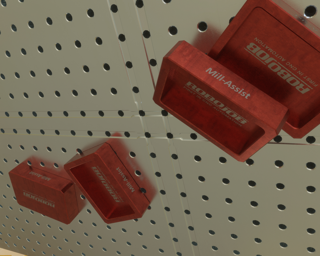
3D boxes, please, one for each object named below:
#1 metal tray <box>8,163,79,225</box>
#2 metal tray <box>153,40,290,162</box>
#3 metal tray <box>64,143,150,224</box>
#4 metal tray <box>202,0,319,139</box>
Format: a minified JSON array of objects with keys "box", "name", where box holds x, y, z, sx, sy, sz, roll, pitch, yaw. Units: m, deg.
[{"box":[-0.226,0.128,0.603,0.130,0.030,0.089,14,124,19],"name":"metal tray"},{"box":[0.058,-0.024,0.334,0.130,0.030,0.090,35,155,8],"name":"metal tray"},{"box":[-0.088,0.095,0.510,0.090,0.030,0.130,-23,107,36],"name":"metal tray"},{"box":[0.119,-0.060,0.307,0.130,0.030,0.089,38,129,1],"name":"metal tray"}]
